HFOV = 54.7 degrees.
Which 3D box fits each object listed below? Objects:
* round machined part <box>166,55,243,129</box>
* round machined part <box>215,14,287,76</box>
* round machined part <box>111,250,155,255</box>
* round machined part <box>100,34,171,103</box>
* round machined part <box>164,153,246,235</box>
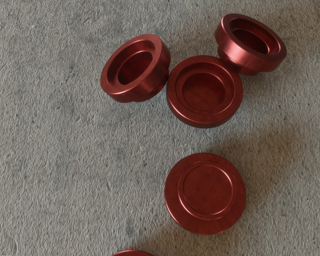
[{"bbox_3d":[0.057,-0.045,0.415,0.099,0.042,0.098,0,71,-1],"label":"round machined part"},{"bbox_3d":[0.119,-0.110,0.426,0.099,0.042,0.098,13,48,-15],"label":"round machined part"},{"bbox_3d":[-0.031,0.183,0.332,0.099,0.042,0.098,0,70,0],"label":"round machined part"},{"bbox_3d":[-0.027,-0.073,0.409,0.098,0.042,0.098,-20,49,25],"label":"round machined part"},{"bbox_3d":[0.055,0.076,0.371,0.099,0.042,0.098,0,70,0],"label":"round machined part"}]
